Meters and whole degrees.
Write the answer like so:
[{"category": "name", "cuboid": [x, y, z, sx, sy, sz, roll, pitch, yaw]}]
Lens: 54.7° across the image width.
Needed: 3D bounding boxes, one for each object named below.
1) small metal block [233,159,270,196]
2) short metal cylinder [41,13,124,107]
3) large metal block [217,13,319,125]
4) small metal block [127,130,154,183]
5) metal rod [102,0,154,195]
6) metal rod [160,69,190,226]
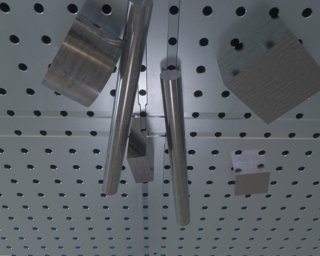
[{"category": "small metal block", "cuboid": [0.140, 0.077, 0.479, 0.050, 0.025, 0.050, -6, 130, 5]}, {"category": "short metal cylinder", "cuboid": [-0.079, -0.068, 0.317, 0.050, 0.080, 0.080, 28, 125, -22]}, {"category": "large metal block", "cuboid": [0.124, -0.063, 0.343, 0.080, 0.050, 0.080, 36, 121, -27]}, {"category": "small metal block", "cuboid": [-0.026, 0.040, 0.429, 0.025, 0.050, 0.050, -9, 130, 7]}, {"category": "metal rod", "cuboid": [-0.049, -0.014, 0.399, 0.025, 0.025, 0.298, 9, 130, -8]}, {"category": "metal rod", "cuboid": [0.027, 0.051, 0.455, 0.025, 0.025, 0.298, -5, 130, 3]}]
